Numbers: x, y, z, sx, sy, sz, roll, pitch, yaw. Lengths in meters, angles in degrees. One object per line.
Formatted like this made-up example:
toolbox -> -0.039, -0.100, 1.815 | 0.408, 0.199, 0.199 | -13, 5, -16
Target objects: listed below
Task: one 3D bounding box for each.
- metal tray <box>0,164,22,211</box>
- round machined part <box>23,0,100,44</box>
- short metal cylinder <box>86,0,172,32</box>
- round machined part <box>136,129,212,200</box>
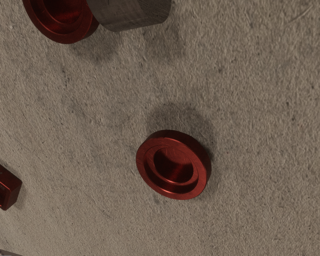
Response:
metal tray -> -0.360, 0.107, 0.655 | 0.130, 0.030, 0.089 | 37, 129, 3
round machined part -> -0.107, -0.151, 0.357 | 0.098, 0.042, 0.097 | 13, 124, 20
short metal cylinder -> -0.029, -0.138, 0.300 | 0.050, 0.080, 0.080 | -1, 118, 28
round machined part -> 0.021, 0.044, 0.411 | 0.098, 0.042, 0.097 | 13, 124, 20
